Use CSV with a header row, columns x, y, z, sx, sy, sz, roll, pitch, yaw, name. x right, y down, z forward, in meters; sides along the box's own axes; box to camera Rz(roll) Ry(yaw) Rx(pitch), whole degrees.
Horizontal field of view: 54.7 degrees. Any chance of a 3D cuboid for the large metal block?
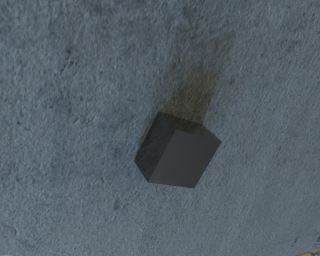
x,y,z,sx,sy,sz,roll,pitch,yaw,name
0.023,0.032,0.425,0.081,0.050,0.080,15,111,-35,large metal block
